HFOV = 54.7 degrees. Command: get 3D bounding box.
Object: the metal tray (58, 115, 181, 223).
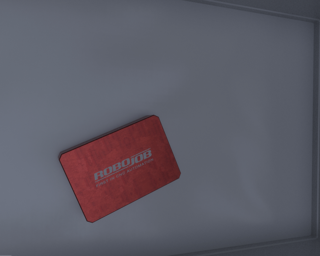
[{"bbox_3d":[-0.049,0.047,0.391,0.131,0.030,0.090,-24,98,-19],"label":"metal tray"}]
